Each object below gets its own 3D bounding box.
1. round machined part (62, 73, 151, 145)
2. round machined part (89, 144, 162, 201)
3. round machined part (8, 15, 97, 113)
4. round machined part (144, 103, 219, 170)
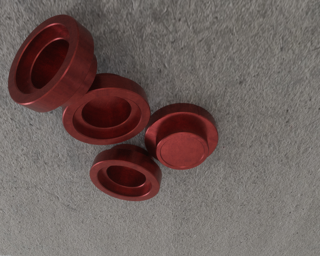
[{"bbox_3d":[-0.063,-0.025,0.362,0.099,0.042,0.097,-10,143,-7],"label":"round machined part"},{"bbox_3d":[-0.045,0.060,0.438,0.099,0.042,0.097,7,137,6],"label":"round machined part"},{"bbox_3d":[-0.103,-0.060,0.312,0.098,0.098,0.042,-28,147,21],"label":"round machined part"},{"bbox_3d":[0.029,0.018,0.411,0.099,0.042,0.097,0,130,0],"label":"round machined part"}]
